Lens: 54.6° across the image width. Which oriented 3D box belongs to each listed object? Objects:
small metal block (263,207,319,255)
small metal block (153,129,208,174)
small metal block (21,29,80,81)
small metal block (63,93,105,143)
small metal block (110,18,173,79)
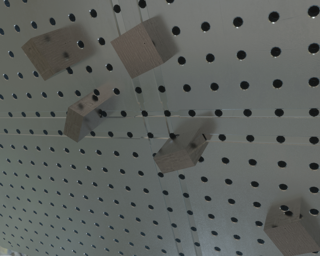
[{"bbox_3d":[0.173,0.137,0.405,0.050,0.025,0.050,-33,100,38],"label":"small metal block"},{"bbox_3d":[0.027,0.030,0.400,0.050,0.050,0.025,-20,108,35],"label":"small metal block"},{"bbox_3d":[-0.144,-0.098,0.411,0.025,0.050,0.050,-22,107,36],"label":"small metal block"},{"bbox_3d":[-0.109,-0.015,0.444,0.025,0.050,0.050,31,128,8],"label":"small metal block"},{"bbox_3d":[-0.022,-0.093,0.366,0.050,0.025,0.050,-19,108,35],"label":"small metal block"}]
